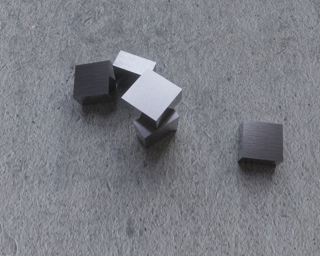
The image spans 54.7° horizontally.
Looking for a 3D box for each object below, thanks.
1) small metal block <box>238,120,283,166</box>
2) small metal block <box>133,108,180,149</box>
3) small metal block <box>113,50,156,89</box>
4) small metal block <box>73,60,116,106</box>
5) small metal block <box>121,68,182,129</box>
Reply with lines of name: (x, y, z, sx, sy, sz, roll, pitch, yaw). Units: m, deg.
small metal block: (0.130, 0.020, 0.402, 0.050, 0.025, 0.050, 7, 70, 2)
small metal block: (-0.004, -0.002, 0.396, 0.050, 0.050, 0.025, -32, 74, -11)
small metal block: (-0.033, -0.073, 0.420, 0.050, 0.050, 0.025, 20, 68, 7)
small metal block: (-0.088, -0.061, 0.424, 0.050, 0.025, 0.050, -6, 70, 12)
small metal block: (-0.009, -0.035, 0.368, 0.050, 0.025, 0.050, 34, 72, 14)
